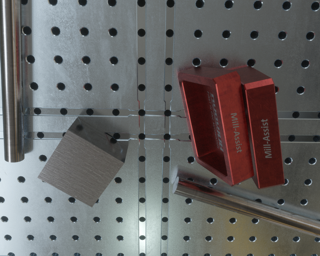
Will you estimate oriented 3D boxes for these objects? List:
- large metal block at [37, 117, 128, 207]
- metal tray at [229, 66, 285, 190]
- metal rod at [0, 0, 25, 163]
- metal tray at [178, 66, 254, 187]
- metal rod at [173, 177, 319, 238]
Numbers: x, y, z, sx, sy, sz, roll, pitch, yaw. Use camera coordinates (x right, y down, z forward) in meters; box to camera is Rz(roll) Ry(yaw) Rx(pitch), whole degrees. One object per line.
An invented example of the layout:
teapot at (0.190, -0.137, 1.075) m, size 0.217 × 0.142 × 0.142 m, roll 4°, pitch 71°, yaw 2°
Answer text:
large metal block at (-0.101, 0.045, 0.415) m, size 0.080 × 0.050 × 0.080 m, roll 33°, pitch 107°, yaw -12°
metal tray at (0.115, -0.003, 0.379) m, size 0.030 × 0.090 × 0.129 m, roll -12°, pitch 110°, yaw 4°
metal rod at (-0.180, -0.097, 0.375) m, size 0.025 × 0.025 × 0.298 m, roll 7°, pitch 110°, yaw -3°
metal tray at (0.066, -0.005, 0.375) m, size 0.030 × 0.090 × 0.129 m, roll -20°, pitch 111°, yaw -17°
metal rod at (0.164, 0.129, 0.463) m, size 0.302 × 0.025 × 0.025 m, roll 18°, pitch 109°, yaw -7°
